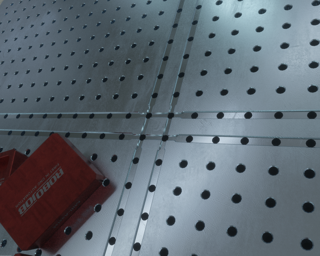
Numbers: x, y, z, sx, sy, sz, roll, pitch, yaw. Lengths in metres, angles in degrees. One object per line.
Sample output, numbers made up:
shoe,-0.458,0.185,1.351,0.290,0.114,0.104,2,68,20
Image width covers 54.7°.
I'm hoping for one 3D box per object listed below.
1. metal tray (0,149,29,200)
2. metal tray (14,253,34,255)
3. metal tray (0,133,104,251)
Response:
metal tray,-0.275,0.092,0.489,0.130,0.030,0.090,-16,55,18
metal tray,-0.153,0.220,0.348,0.130,0.030,0.090,31,79,37
metal tray,-0.152,0.083,0.412,0.090,0.030,0.130,42,85,17
